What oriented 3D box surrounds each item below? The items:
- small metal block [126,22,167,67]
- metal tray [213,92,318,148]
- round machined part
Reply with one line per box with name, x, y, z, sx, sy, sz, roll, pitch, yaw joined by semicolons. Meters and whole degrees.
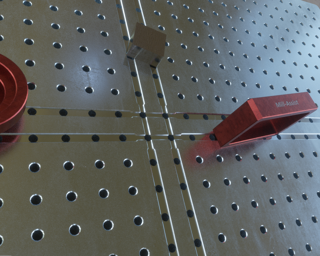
small metal block;-0.020;-0.128;0.475;0.050;0.025;0.050;18;55;-18
metal tray;0.154;-0.012;0.456;0.131;0.090;0.030;-9;67;-32
round machined part;-0.189;-0.032;0.315;0.099;0.042;0.098;14;56;-21
